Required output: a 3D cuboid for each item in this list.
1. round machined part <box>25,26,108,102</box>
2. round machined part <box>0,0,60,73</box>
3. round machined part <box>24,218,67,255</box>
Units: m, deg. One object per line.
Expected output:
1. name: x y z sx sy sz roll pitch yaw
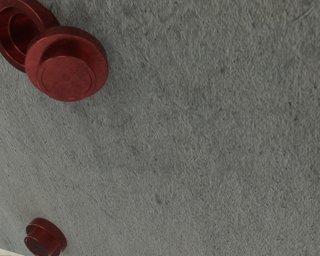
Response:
1. round machined part: -0.113 -0.070 0.381 0.099 0.042 0.097 -7 137 -6
2. round machined part: -0.169 -0.124 0.409 0.098 0.042 0.097 13 124 21
3. round machined part: -0.261 0.251 0.689 0.098 0.042 0.097 13 124 21
